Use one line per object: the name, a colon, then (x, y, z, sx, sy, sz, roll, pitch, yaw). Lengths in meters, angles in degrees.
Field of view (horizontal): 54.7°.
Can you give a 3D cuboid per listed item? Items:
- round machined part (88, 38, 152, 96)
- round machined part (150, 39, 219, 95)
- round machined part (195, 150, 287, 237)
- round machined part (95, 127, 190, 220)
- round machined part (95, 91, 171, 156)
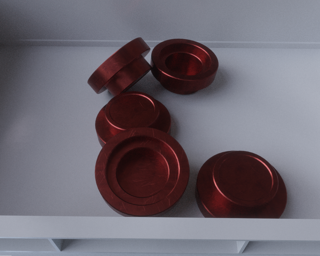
round machined part: (-0.050, -0.079, 0.435, 0.042, 0.098, 0.098, 50, 59, -6)
round machined part: (0.034, -0.088, 0.463, 0.099, 0.042, 0.098, 4, 49, -5)
round machined part: (0.090, 0.064, 0.341, 0.099, 0.042, 0.098, 0, 50, 0)
round machined part: (-0.019, 0.051, 0.341, 0.099, 0.042, 0.098, 1, 64, -3)
round machined part: (-0.035, -0.010, 0.402, 0.099, 0.042, 0.098, 0, 50, 0)
